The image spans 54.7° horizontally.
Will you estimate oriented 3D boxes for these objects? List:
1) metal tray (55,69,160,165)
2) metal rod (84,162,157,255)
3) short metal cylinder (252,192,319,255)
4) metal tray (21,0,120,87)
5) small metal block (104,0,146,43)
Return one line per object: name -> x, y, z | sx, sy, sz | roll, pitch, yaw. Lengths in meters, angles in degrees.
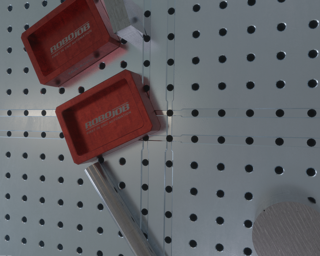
metal tray -> -0.076, -0.013, 0.436 | 0.130, 0.030, 0.090 | -25, 82, 18
metal rod -> -0.016, 0.178, 0.418 | 0.025, 0.025, 0.299 | -37, 78, 16
short metal cylinder -> 0.147, 0.117, 0.348 | 0.080, 0.050, 0.079 | 0, 90, 20
metal tray -> -0.134, -0.130, 0.456 | 0.130, 0.030, 0.090 | -28, 81, 17
small metal block -> -0.046, -0.148, 0.416 | 0.025, 0.050, 0.050 | -20, 84, 19
